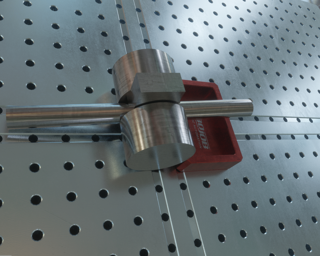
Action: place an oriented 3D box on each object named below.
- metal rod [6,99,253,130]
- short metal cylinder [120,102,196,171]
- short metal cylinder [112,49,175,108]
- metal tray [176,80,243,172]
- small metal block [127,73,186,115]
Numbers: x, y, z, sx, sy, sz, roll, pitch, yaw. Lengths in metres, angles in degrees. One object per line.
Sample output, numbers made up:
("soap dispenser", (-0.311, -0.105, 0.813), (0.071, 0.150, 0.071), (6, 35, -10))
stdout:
("metal rod", (-0.019, -0.019, 0.379), (0.303, 0.025, 0.025), (-3, 63, -20))
("short metal cylinder", (-0.003, 0.012, 0.363), (0.081, 0.080, 0.050), (1, 61, -28))
("short metal cylinder", (-0.017, -0.055, 0.395), (0.081, 0.080, 0.050), (1, 62, -28))
("metal tray", (0.055, -0.006, 0.438), (0.091, 0.030, 0.130), (1, 61, -28))
("small metal block", (-0.006, -0.037, 0.351), (0.050, 0.050, 0.025), (-4, 63, -21))
